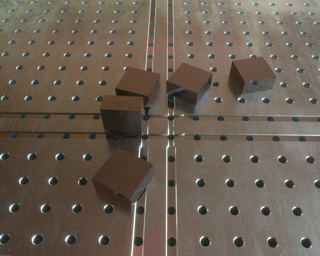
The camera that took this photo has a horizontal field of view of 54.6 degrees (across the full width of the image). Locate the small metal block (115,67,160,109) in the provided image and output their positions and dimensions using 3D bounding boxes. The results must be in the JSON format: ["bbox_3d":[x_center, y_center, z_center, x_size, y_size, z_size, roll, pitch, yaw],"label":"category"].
[{"bbox_3d":[-0.032,-0.060,0.458,0.050,0.025,0.050,15,52,12],"label":"small metal block"}]

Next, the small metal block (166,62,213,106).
[{"bbox_3d":[0.044,-0.067,0.464,0.050,0.025,0.050,25,54,19],"label":"small metal block"}]

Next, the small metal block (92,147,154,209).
[{"bbox_3d":[-0.041,0.057,0.360,0.050,0.025,0.050,24,54,19],"label":"small metal block"}]

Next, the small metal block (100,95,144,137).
[{"bbox_3d":[-0.047,-0.015,0.404,0.050,0.050,0.025,3,50,3],"label":"small metal block"}]

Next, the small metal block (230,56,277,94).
[{"bbox_3d":[0.142,-0.082,0.477,0.050,0.025,0.050,-10,51,-8],"label":"small metal block"}]
